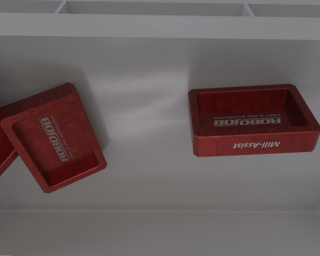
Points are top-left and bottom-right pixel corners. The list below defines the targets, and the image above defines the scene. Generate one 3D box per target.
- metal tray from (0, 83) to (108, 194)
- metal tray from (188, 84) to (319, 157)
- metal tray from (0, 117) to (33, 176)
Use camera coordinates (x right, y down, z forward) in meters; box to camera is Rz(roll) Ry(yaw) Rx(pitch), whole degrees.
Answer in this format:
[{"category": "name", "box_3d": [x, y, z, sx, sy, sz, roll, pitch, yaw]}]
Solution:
[{"category": "metal tray", "box_3d": [-0.130, 0.017, 0.395, 0.091, 0.030, 0.129, -24, 131, -13]}, {"category": "metal tray", "box_3d": [0.101, -0.011, 0.357, 0.131, 0.090, 0.030, -3, 130, 2]}, {"category": "metal tray", "box_3d": [-0.224, 0.005, 0.354, 0.030, 0.090, 0.130, 23, 160, 39]}]
